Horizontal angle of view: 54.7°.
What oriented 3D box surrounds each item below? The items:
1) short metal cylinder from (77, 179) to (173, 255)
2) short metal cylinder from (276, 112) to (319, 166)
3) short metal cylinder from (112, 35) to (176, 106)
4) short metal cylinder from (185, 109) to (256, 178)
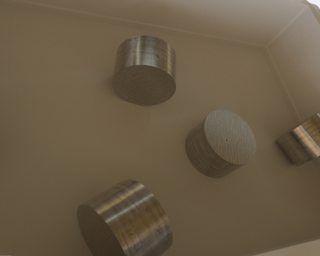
[{"bbox_3d":[-0.034,0.096,0.293,0.050,0.080,0.080,-27,77,-37],"label":"short metal cylinder"},{"bbox_3d":[0.231,0.017,0.484,0.081,0.080,0.050,-25,76,-37],"label":"short metal cylinder"},{"bbox_3d":[-0.019,-0.073,0.404,0.081,0.080,0.050,15,56,-20],"label":"short metal cylinder"},{"bbox_3d":[0.082,0.022,0.420,0.081,0.050,0.080,14,56,-21],"label":"short metal cylinder"}]
